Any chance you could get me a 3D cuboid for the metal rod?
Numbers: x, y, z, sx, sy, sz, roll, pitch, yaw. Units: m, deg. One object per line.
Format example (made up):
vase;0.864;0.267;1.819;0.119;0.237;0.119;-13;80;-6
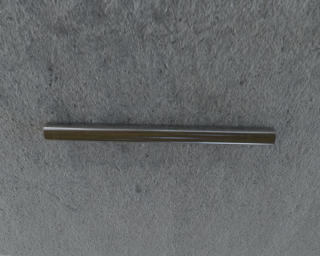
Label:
metal rod;0.001;0.008;0.415;0.302;0.025;0.025;1;130;-2
